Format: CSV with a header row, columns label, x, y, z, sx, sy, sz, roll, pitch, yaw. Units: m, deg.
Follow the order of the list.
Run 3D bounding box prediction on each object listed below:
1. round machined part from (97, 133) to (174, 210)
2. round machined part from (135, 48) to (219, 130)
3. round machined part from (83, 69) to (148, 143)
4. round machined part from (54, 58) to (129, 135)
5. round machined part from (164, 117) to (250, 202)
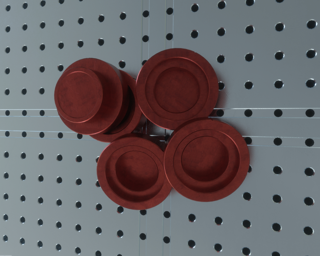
label,x,y,z,sx,sy,sz,roll,pitch,yaw
round machined part,-0.028,0.053,0.403,0.098,0.042,0.097,2,104,9
round machined part,0.021,-0.046,0.386,0.099,0.042,0.097,0,91,3
round machined part,-0.060,-0.030,0.423,0.098,0.042,0.097,0,90,19
round machined part,-0.092,-0.040,0.390,0.098,0.042,0.097,0,90,19
round machined part,0.053,0.035,0.372,0.099,0.042,0.097,0,100,-2
